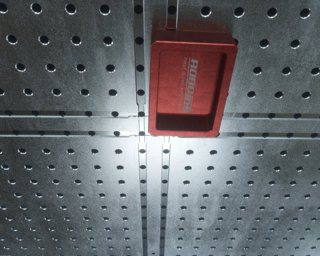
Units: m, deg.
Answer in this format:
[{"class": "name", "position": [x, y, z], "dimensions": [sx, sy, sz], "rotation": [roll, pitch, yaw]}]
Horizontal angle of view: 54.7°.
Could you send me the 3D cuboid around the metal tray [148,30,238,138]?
[{"class": "metal tray", "position": [0.033, -0.047, 0.368], "dimensions": [0.091, 0.030, 0.129], "rotation": [2, 130, -2]}]
